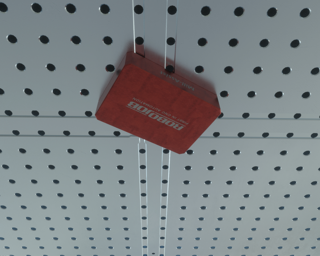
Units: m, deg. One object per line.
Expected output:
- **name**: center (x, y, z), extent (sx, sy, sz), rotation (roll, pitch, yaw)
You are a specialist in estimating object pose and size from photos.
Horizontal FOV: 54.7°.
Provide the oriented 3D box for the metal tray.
- **metal tray**: center (-0.002, -0.026, 0.387), extent (0.131, 0.030, 0.089), rotation (24, 126, -20)
